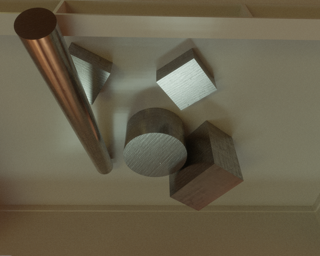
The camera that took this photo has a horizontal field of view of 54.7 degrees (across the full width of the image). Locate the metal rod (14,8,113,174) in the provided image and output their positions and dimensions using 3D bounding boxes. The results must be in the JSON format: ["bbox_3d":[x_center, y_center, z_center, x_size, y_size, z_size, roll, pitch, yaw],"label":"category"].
[{"bbox_3d":[-0.078,-0.003,0.322,0.025,0.025,0.299,1,156,-1],"label":"metal rod"}]

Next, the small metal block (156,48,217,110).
[{"bbox_3d":[0.031,-0.056,0.362,0.050,0.025,0.050,-29,125,22],"label":"small metal block"}]

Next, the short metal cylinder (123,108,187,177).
[{"bbox_3d":[-0.006,0.020,0.410,0.081,0.050,0.079,0,130,0],"label":"short metal cylinder"}]

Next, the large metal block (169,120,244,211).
[{"bbox_3d":[0.057,0.051,0.417,0.050,0.080,0.080,32,123,-24],"label":"large metal block"}]

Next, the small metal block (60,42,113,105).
[{"bbox_3d":[-0.089,-0.061,0.356,0.050,0.025,0.050,24,126,-20],"label":"small metal block"}]
